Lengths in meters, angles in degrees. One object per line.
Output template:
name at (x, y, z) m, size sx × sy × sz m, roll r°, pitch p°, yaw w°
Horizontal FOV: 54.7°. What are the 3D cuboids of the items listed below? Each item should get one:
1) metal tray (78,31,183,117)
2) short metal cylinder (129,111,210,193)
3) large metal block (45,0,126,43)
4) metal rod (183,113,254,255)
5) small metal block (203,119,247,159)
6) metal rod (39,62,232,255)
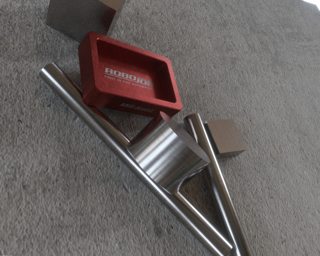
metal tray at (-0.036, -0.064, 0.403) m, size 0.131 × 0.030 × 0.090 m, roll 10°, pitch 56°, yaw -38°
short metal cylinder at (0.011, 0.027, 0.353) m, size 0.080 × 0.050 × 0.080 m, roll 44°, pitch 10°, yaw -9°
large metal block at (-0.098, -0.161, 0.415) m, size 0.080 × 0.080 × 0.050 m, roll 28°, pitch 52°, yaw -11°
metal rod at (0.087, 0.117, 0.380) m, size 0.025 × 0.025 × 0.299 m, roll -3°, pitch 63°, yaw -30°
small metal block at (0.089, 0.016, 0.444) m, size 0.050 × 0.025 × 0.050 m, roll -4°, pitch 64°, yaw -31°
metal rod at (-0.030, 0.037, 0.366) m, size 0.300 × 0.025 × 0.025 m, roll 46°, pitch 51°, yaw 3°
